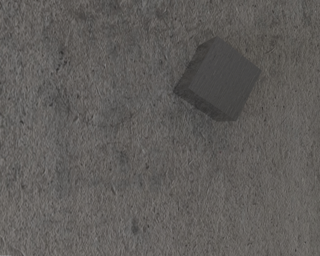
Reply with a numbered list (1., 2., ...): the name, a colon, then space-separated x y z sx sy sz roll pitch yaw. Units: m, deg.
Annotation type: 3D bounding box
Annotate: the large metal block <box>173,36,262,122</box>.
1. large metal block: 0.078 -0.064 0.424 0.080 0.050 0.080 32 80 -17
